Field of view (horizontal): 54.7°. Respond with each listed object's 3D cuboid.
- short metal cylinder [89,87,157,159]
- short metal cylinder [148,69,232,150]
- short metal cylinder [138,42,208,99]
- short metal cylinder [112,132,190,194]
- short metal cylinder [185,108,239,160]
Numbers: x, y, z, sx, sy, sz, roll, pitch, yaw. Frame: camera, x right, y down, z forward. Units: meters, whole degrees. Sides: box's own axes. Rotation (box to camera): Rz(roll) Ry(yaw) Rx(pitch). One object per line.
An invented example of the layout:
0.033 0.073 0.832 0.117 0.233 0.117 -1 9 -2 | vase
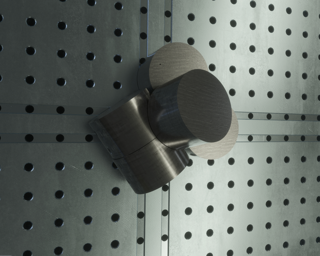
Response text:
-0.037 -0.007 0.371 0.080 0.080 0.050 -36 102 -17 | short metal cylinder
0.034 -0.019 0.344 0.081 0.050 0.080 11 72 -36 | short metal cylinder
0.016 -0.066 0.405 0.081 0.050 0.079 0 90 -21 | short metal cylinder
-0.011 0.036 0.380 0.080 0.080 0.050 -35 102 -17 | short metal cylinder
0.058 0.001 0.421 0.081 0.050 0.079 0 90 -21 | short metal cylinder
